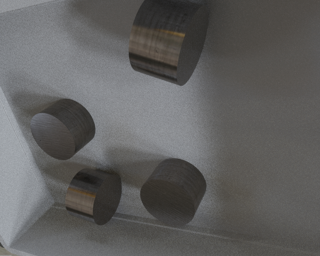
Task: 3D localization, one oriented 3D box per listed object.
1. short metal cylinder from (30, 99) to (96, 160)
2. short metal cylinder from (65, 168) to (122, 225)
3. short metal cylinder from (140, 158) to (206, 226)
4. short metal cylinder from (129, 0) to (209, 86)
[{"bbox_3d":[-0.147,0.002,0.471,0.080,0.050,0.079,13,124,21],"label":"short metal cylinder"},{"bbox_3d":[-0.104,0.108,0.495,0.050,0.080,0.079,11,123,23],"label":"short metal cylinder"},{"bbox_3d":[0.019,0.090,0.438,0.080,0.050,0.079,13,124,21],"label":"short metal cylinder"},{"bbox_3d":[0.010,-0.088,0.313,0.050,0.080,0.079,21,126,16],"label":"short metal cylinder"}]
